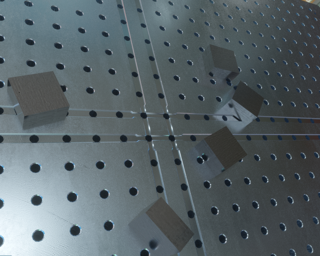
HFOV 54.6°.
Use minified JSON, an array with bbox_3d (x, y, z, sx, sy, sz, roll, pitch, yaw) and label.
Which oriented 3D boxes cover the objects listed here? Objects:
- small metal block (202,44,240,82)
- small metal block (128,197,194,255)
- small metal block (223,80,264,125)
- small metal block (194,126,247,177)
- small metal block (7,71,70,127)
[{"bbox_3d":[0.103,-0.111,0.530,0.050,0.025,0.050,9,58,-24],"label":"small metal block"},{"bbox_3d":[0.000,0.106,0.327,0.050,0.050,0.025,48,51,5],"label":"small metal block"},{"bbox_3d":[0.137,-0.042,0.506,0.050,0.025,0.050,36,51,-5],"label":"small metal block"},{"bbox_3d":[0.085,0.032,0.434,0.050,0.025,0.050,-25,76,-37],"label":"small metal block"},{"bbox_3d":[-0.139,-0.034,0.354,0.050,0.025,0.050,-18,71,-35],"label":"small metal block"}]
